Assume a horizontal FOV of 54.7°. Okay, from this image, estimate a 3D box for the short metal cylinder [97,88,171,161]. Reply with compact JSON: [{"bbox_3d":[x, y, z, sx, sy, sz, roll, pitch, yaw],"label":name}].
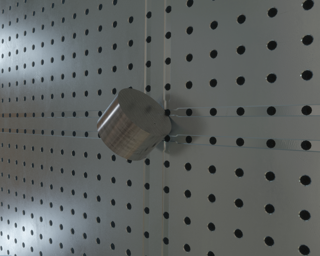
[{"bbox_3d":[-0.033,-0.005,0.398,0.050,0.081,0.080,-48,62,29],"label":"short metal cylinder"}]
